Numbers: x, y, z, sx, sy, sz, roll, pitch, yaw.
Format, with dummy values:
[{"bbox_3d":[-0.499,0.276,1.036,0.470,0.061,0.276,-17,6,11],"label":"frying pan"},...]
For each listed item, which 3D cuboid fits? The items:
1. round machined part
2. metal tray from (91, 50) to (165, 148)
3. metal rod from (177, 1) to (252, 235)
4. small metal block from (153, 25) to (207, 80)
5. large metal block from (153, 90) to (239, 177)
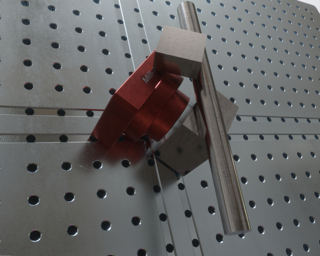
[{"bbox_3d":[0.000,-0.022,0.381,0.042,0.097,0.098,37,51,-5],"label":"round machined part"},{"bbox_3d":[-0.025,-0.044,0.381,0.030,0.090,0.130,37,51,-4],"label":"metal tray"},{"bbox_3d":[0.054,-0.034,0.357,0.025,0.025,0.299,7,59,-25],"label":"metal rod"},{"bbox_3d":[0.023,-0.086,0.349,0.050,0.025,0.050,14,52,2],"label":"small metal block"},{"bbox_3d":[0.045,0.004,0.393,0.050,0.080,0.080,37,51,-4],"label":"large metal block"}]
